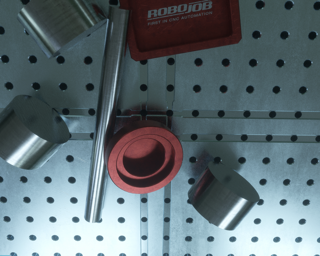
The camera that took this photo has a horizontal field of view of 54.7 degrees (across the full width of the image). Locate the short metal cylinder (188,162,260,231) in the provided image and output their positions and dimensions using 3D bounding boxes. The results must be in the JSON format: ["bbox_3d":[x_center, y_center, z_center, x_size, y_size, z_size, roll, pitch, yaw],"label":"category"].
[{"bbox_3d":[0.085,0.090,0.418,0.080,0.080,0.050,29,108,-10],"label":"short metal cylinder"}]

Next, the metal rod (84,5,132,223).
[{"bbox_3d":[-0.071,0.002,0.396,0.025,0.025,0.298,11,116,-4],"label":"metal rod"}]

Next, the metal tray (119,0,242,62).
[{"bbox_3d":[0.023,-0.135,0.361,0.131,0.030,0.089,-9,110,3],"label":"metal tray"}]

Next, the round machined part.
[{"bbox_3d":[-0.023,0.034,0.407,0.099,0.042,0.097,-7,115,-16],"label":"round machined part"}]

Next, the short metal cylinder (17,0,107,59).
[{"bbox_3d":[-0.105,-0.119,0.339,0.080,0.080,0.050,-32,107,11],"label":"short metal cylinder"}]

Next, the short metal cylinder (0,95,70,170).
[{"bbox_3d":[-0.161,0.005,0.384,0.050,0.080,0.080,-42,105,14],"label":"short metal cylinder"}]
